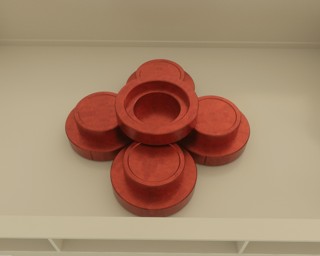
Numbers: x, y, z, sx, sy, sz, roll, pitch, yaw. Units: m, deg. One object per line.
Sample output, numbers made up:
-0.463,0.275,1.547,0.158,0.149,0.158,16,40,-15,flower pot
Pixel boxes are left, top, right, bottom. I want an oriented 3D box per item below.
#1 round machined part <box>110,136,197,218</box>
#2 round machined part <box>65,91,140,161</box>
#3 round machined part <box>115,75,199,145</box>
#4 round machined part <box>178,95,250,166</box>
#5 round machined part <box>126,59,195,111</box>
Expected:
-0.007,0.048,0.351,0.099,0.042,0.098,1,48,-1,round machined part
-0.072,-0.009,0.398,0.099,0.042,0.098,0,50,0,round machined part
-0.003,-0.017,0.379,0.099,0.042,0.098,0,50,0,round machined part
0.065,-0.004,0.394,0.099,0.042,0.098,0,50,0,round machined part
0.000,-0.061,0.441,0.099,0.042,0.098,0,50,0,round machined part
